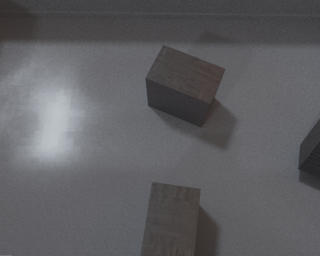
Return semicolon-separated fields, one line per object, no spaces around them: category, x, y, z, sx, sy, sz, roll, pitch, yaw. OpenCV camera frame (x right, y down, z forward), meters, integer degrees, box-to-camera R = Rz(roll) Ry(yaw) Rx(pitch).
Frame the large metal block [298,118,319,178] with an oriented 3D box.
large metal block;0.223;0.024;0.365;0.080;0.079;0.050;24;41;9

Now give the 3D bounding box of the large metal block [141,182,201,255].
large metal block;0.011;0.109;0.340;0.050;0.080;0.080;8;70;3

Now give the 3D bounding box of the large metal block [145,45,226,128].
large metal block;0.030;-0.051;0.399;0.080;0.080;0.050;23;72;8
